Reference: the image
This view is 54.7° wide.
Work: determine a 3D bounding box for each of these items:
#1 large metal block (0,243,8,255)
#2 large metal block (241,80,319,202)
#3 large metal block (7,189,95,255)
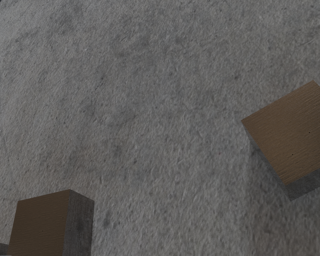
[{"bbox_3d":[-0.245,0.180,0.384,0.080,0.080,0.050,-30,52,9],"label":"large metal block"},{"bbox_3d":[0.140,0.013,0.306,0.080,0.050,0.080,-30,52,8],"label":"large metal block"},{"bbox_3d":[-0.131,0.127,0.376,0.080,0.050,0.080,-16,56,19],"label":"large metal block"}]
